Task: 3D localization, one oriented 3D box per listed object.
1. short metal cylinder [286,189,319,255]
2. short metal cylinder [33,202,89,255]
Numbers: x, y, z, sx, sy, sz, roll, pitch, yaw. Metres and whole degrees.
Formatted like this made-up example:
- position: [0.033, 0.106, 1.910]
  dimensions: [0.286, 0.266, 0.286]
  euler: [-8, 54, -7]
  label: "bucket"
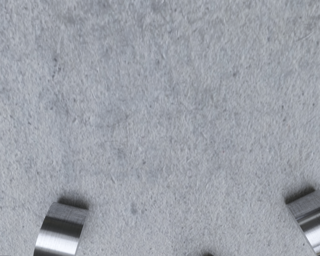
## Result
- position: [0.221, 0.133, 0.433]
  dimensions: [0.050, 0.080, 0.080]
  euler: [-30, 108, 10]
  label: "short metal cylinder"
- position: [-0.136, 0.149, 0.434]
  dimensions: [0.050, 0.080, 0.079]
  euler: [16, 109, -6]
  label: "short metal cylinder"
